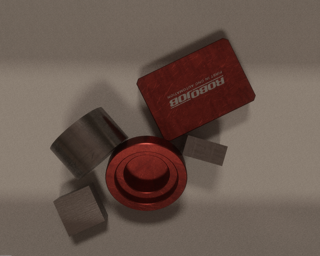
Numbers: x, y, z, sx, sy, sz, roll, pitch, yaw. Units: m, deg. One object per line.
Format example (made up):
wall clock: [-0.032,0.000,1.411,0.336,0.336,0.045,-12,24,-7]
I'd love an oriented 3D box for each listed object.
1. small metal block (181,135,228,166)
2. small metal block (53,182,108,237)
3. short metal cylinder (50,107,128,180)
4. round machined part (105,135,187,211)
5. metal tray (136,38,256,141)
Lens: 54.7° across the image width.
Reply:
small metal block: [0.055,0.027,0.400,0.050,0.050,0.025,16,90,-1]
small metal block: [-0.104,0.107,0.410,0.050,0.025,0.050,-24,90,-1]
short metal cylinder: [-0.086,0.019,0.383,0.080,0.080,0.050,-41,90,0]
round machined part: [-0.017,0.053,0.391,0.099,0.042,0.097,-1,115,-1]
metal tray: [0.046,-0.049,0.410,0.131,0.030,0.090,-26,90,-1]
